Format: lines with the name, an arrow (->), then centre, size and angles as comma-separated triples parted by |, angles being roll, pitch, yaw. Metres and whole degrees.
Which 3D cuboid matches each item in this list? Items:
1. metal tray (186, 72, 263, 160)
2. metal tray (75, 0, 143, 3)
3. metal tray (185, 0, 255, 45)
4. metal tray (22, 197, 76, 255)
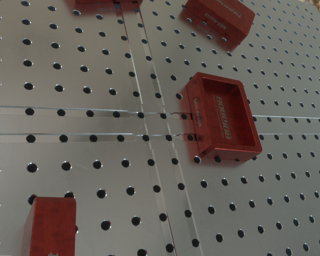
metal tray -> 0.095, -0.018, 0.469 | 0.091, 0.030, 0.130 | 7, 59, -25
metal tray -> -0.093, -0.252, 0.510 | 0.131, 0.030, 0.090 | -20, 72, -36
metal tray -> 0.122, -0.234, 0.616 | 0.130, 0.030, 0.090 | 33, 51, -7
metal tray -> -0.091, 0.129, 0.239 | 0.030, 0.090, 0.130 | 8, 58, -25
